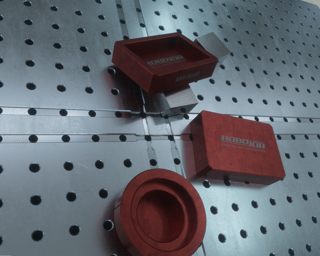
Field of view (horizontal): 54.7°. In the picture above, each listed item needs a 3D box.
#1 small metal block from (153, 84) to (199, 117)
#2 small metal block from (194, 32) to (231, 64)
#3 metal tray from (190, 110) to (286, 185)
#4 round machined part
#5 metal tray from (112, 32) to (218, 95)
[{"bbox_3d":[0.020,-0.047,0.447,0.050,0.025,0.050,-12,68,-33],"label":"small metal block"},{"bbox_3d":[0.087,-0.134,0.537,0.050,0.025,0.050,-32,80,-38],"label":"small metal block"},{"bbox_3d":[0.112,0.030,0.447,0.131,0.030,0.090,10,58,-23],"label":"metal tray"},{"bbox_3d":[-0.003,0.097,0.336,0.099,0.042,0.098,14,56,-21],"label":"round machined part"},{"bbox_3d":[0.009,-0.098,0.446,0.131,0.030,0.090,-22,54,-39],"label":"metal tray"}]
